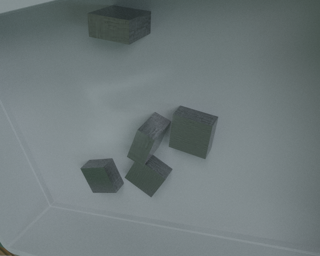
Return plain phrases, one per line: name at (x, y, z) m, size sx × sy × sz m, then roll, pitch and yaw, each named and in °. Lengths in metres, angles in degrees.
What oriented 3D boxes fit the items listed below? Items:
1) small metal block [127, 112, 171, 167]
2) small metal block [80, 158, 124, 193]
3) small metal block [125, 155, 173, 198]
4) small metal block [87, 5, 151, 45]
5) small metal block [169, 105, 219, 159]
small metal block at (-0.014, 0.014, 0.409) m, size 0.025 × 0.050 × 0.050 m, roll 31°, pitch 128°, yaw 8°
small metal block at (-0.094, 0.079, 0.507) m, size 0.050 × 0.025 × 0.050 m, roll -7°, pitch 115°, yaw 31°
small metal block at (-0.017, 0.067, 0.460) m, size 0.050 × 0.025 × 0.050 m, roll 36°, pitch 129°, yaw 4°
small metal block at (-0.044, -0.116, 0.344) m, size 0.050 × 0.050 × 0.025 m, roll 16°, pitch 125°, yaw 19°
small metal block at (0.041, 0.005, 0.390) m, size 0.050 × 0.025 × 0.050 m, roll 18°, pitch 126°, yaw 17°
